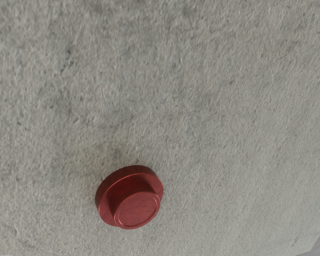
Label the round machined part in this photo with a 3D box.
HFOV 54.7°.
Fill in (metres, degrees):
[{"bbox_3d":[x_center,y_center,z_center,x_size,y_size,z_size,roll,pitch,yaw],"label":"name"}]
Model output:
[{"bbox_3d":[-0.039,0.105,0.441,0.099,0.042,0.097,-14,125,-21],"label":"round machined part"}]
